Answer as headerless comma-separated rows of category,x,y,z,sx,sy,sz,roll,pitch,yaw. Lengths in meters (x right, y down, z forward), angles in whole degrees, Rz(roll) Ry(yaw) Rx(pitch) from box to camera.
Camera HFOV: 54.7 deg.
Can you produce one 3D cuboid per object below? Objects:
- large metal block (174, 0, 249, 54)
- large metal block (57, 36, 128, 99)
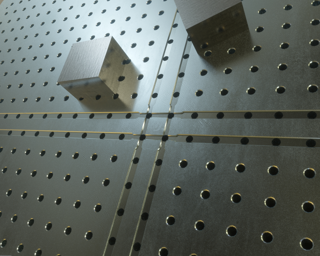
large metal block,0.074,-0.170,0.457,0.080,0.050,0.080,-24,53,13
large metal block,-0.108,-0.097,0.507,0.080,0.050,0.080,-2,61,26
